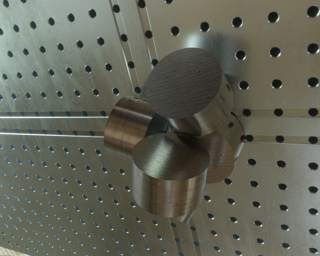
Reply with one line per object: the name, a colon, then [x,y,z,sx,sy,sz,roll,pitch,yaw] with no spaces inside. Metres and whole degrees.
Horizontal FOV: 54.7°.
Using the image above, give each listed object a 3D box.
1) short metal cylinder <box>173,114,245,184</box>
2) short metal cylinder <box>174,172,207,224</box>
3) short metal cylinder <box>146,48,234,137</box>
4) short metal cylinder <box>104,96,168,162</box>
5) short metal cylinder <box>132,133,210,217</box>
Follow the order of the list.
short metal cylinder: [0.057,0.020,0.376,0.080,0.050,0.079,13,123,21]
short metal cylinder: [0.015,0.084,0.412,0.080,0.050,0.080,31,171,6]
short metal cylinder: [0.032,-0.037,0.327,0.080,0.080,0.050,2,159,27]
short metal cylinder: [-0.027,0.004,0.392,0.050,0.080,0.079,17,125,18]
short metal cylinder: [0.010,0.048,0.334,0.080,0.080,0.050,16,125,19]
